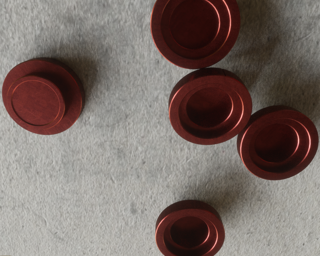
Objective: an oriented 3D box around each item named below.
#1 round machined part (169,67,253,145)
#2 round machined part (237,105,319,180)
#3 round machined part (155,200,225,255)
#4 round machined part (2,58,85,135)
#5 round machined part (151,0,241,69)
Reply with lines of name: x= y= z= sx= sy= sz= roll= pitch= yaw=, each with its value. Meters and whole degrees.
round machined part: x=0.060 y=-0.030 z=0.383 sx=0.099 sy=0.042 sz=0.097 roll=-1 pitch=124 yaw=-1
round machined part: x=0.150 y=0.016 z=0.409 sx=0.099 sy=0.042 sz=0.097 roll=0 pitch=110 yaw=-1
round machined part: x=0.043 y=0.147 z=0.456 sx=0.099 sy=0.042 sz=0.097 roll=0 pitch=110 yaw=-1
round machined part: x=-0.147 y=-0.036 z=0.385 sx=0.099 sy=0.042 sz=0.097 roll=0 pitch=110 yaw=-1
round machined part: x=0.039 y=-0.120 z=0.357 sx=0.099 sy=0.042 sz=0.097 roll=0 pitch=110 yaw=-1
